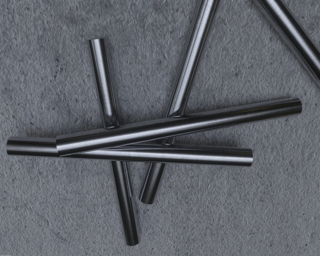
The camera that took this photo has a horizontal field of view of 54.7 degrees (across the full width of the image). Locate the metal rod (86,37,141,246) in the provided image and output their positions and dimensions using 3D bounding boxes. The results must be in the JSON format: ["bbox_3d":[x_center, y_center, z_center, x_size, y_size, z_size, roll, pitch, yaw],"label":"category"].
[{"bbox_3d":[-0.058,0.032,0.420,0.025,0.025,0.298,-6,110,2],"label":"metal rod"}]

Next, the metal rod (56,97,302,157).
[{"bbox_3d":[0.029,-0.004,0.382,0.302,0.025,0.025,-10,110,-7],"label":"metal rod"}]

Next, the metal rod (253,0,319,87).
[{"bbox_3d":[0.181,-0.091,0.377,0.025,0.025,0.300,-41,105,14],"label":"metal rod"}]

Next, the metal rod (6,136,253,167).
[{"bbox_3d":[-0.036,0.030,0.392,0.302,0.025,0.025,3,110,-2],"label":"metal rod"}]

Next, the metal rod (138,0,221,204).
[{"bbox_3d":[0.022,-0.032,0.397,0.025,0.025,0.298,15,109,-6],"label":"metal rod"}]
